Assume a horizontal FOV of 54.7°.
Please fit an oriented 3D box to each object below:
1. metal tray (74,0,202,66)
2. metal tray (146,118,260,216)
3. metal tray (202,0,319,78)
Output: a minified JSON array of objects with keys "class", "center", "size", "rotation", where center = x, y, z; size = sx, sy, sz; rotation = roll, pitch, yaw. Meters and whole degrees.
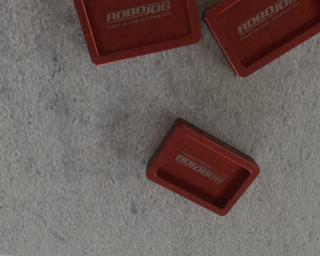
[{"class":"metal tray","center":[-0.025,-0.131,0.358],"size":[0.131,0.030,0.089],"rotation":[-12,110,4]},{"class":"metal tray","center":[0.058,0.056,0.428],"size":[0.131,0.030,0.090],"rotation":[29,107,-11]},{"class":"metal tray","center":[0.127,-0.130,0.360],"size":[0.130,0.030,0.090],"rotation":[-32,108,10]}]
